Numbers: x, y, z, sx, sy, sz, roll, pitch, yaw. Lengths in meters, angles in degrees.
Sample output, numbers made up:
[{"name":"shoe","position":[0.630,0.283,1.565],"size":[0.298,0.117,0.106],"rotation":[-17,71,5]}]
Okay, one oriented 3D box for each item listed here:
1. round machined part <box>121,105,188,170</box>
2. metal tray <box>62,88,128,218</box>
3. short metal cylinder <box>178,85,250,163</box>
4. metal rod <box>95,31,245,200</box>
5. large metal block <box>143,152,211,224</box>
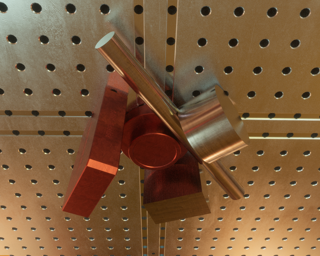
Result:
[{"name":"round machined part","position":[-0.007,0.019,0.416],"size":[0.099,0.042,0.097],"rotation":[-1,130,0]},{"name":"metal tray","position":[-0.074,0.025,0.364],"size":[0.030,0.130,0.089],"rotation":[22,127,-18]},{"name":"short metal cylinder","position":[0.065,-0.004,0.371],"size":[0.050,0.080,0.080],"rotation":[-30,124,22]},{"name":"metal rod","position":[0.031,0.005,0.389],"size":[0.025,0.025,0.300],"rotation":[-28,125,21]},{"name":"large metal block","position":[0.024,0.083,0.447],"size":[0.080,0.080,0.050],"rotation":[-15,129,12]}]
